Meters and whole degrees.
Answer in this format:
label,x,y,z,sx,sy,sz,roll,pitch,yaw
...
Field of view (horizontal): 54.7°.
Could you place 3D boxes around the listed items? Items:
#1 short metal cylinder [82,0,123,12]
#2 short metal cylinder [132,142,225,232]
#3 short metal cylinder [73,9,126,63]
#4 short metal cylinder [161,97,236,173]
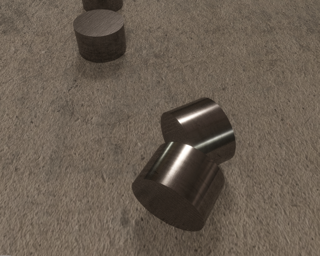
label,x,y,z,sx,sy,sz,roll,pitch,yaw
short metal cylinder,-0.115,-0.267,0.610,0.081,0.050,0.080,0,50,0
short metal cylinder,0.019,0.060,0.317,0.080,0.080,0.050,24,54,18
short metal cylinder,-0.098,-0.153,0.515,0.081,0.050,0.080,0,50,0
short metal cylinder,0.042,0.010,0.360,0.050,0.080,0.080,-23,54,-18
